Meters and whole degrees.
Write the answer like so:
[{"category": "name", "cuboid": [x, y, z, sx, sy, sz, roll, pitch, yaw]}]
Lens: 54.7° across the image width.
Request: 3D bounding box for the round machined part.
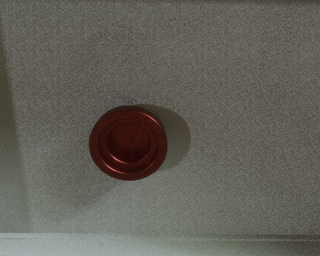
[{"category": "round machined part", "cuboid": [-0.040, 0.017, 0.408, 0.099, 0.042, 0.097, 0, 110, -1]}]
